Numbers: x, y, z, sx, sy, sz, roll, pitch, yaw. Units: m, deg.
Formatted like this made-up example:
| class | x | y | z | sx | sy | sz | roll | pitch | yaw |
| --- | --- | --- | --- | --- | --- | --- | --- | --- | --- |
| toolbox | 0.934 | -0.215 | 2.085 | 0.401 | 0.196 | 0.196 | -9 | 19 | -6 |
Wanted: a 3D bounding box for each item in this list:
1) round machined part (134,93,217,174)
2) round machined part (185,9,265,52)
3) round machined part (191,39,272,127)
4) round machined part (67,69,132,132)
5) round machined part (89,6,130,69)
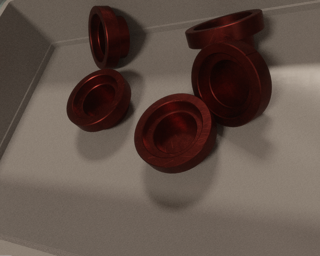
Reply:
| class | x | y | z | sx | sy | sz | roll | pitch | yaw |
| --- | --- | --- | --- | --- | --- | --- | --- | --- | --- |
| round machined part | 0.022 | 0.010 | 0.376 | 0.098 | 0.042 | 0.098 | -13 | 57 | 21 |
| round machined part | 0.086 | -0.118 | 0.403 | 0.098 | 0.042 | 0.098 | -15 | 23 | 7 |
| round machined part | 0.086 | -0.053 | 0.358 | 0.042 | 0.097 | 0.098 | -25 | 43 | -34 |
| round machined part | -0.085 | -0.037 | 0.460 | 0.098 | 0.042 | 0.098 | -13 | 56 | 20 |
| round machined part | -0.081 | -0.146 | 0.502 | 0.042 | 0.097 | 0.098 | -12 | 46 | -26 |
